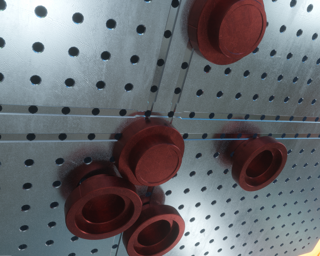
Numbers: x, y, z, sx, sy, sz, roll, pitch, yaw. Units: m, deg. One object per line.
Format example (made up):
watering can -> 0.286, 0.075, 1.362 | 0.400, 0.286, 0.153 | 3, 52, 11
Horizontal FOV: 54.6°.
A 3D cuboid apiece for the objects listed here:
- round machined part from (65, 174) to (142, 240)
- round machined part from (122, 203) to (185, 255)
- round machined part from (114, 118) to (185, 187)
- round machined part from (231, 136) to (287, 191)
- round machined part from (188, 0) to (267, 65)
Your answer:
round machined part -> -0.077, 0.100, 0.415 | 0.099, 0.042, 0.097 | -11, 127, -15
round machined part -> -0.013, 0.159, 0.490 | 0.099, 0.042, 0.097 | -14, 124, -21
round machined part -> -0.009, 0.039, 0.419 | 0.099, 0.042, 0.097 | -14, 124, -21
round machined part -> 0.161, 0.055, 0.521 | 0.099, 0.042, 0.097 | -14, 124, -21
round machined part -> 0.087, -0.122, 0.371 | 0.099, 0.042, 0.097 | -14, 124, -21
